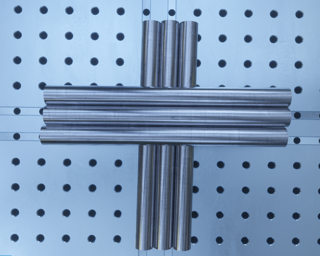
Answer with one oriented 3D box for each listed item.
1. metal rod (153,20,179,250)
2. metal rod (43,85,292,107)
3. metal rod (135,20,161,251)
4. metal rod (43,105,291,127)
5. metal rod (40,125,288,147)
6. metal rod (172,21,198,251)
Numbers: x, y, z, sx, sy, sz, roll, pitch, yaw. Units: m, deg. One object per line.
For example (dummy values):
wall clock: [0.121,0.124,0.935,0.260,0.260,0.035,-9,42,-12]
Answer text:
metal rod: [0.008,0.009,0.413,0.025,0.025,0.298,2,90,0]
metal rod: [0.010,-0.040,0.388,0.302,0.025,0.025,1,90,0]
metal rod: [-0.016,0.009,0.413,0.025,0.025,0.298,2,90,0]
metal rod: [0.009,-0.015,0.388,0.302,0.025,0.025,1,90,0]
metal rod: [0.005,0.010,0.388,0.302,0.025,0.025,1,90,0]
metal rod: [0.034,0.010,0.414,0.025,0.025,0.298,2,90,0]
